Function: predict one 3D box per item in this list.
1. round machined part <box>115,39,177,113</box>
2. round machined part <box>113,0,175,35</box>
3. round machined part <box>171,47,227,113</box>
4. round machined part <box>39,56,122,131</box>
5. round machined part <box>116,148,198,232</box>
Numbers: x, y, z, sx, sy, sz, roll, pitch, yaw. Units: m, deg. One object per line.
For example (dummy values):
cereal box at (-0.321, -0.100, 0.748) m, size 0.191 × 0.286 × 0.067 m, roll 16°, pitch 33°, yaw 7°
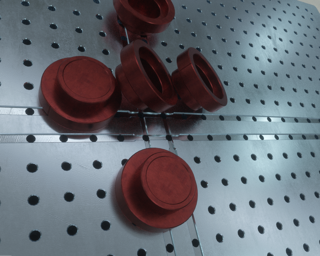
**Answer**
round machined part at (-0.021, -0.063, 0.407) m, size 0.098 × 0.042 × 0.098 m, roll 47°, pitch 26°, yaw -32°
round machined part at (-0.029, -0.189, 0.499) m, size 0.099 × 0.042 × 0.098 m, roll 14°, pitch 56°, yaw -21°
round machined part at (0.053, -0.065, 0.451) m, size 0.098 × 0.042 × 0.098 m, roll 40°, pitch 32°, yaw -32°
round machined part at (-0.093, -0.049, 0.378) m, size 0.099 × 0.042 × 0.098 m, roll 14°, pitch 56°, yaw -21°
round machined part at (0.002, 0.067, 0.359) m, size 0.099 × 0.042 × 0.098 m, roll 14°, pitch 56°, yaw -21°
